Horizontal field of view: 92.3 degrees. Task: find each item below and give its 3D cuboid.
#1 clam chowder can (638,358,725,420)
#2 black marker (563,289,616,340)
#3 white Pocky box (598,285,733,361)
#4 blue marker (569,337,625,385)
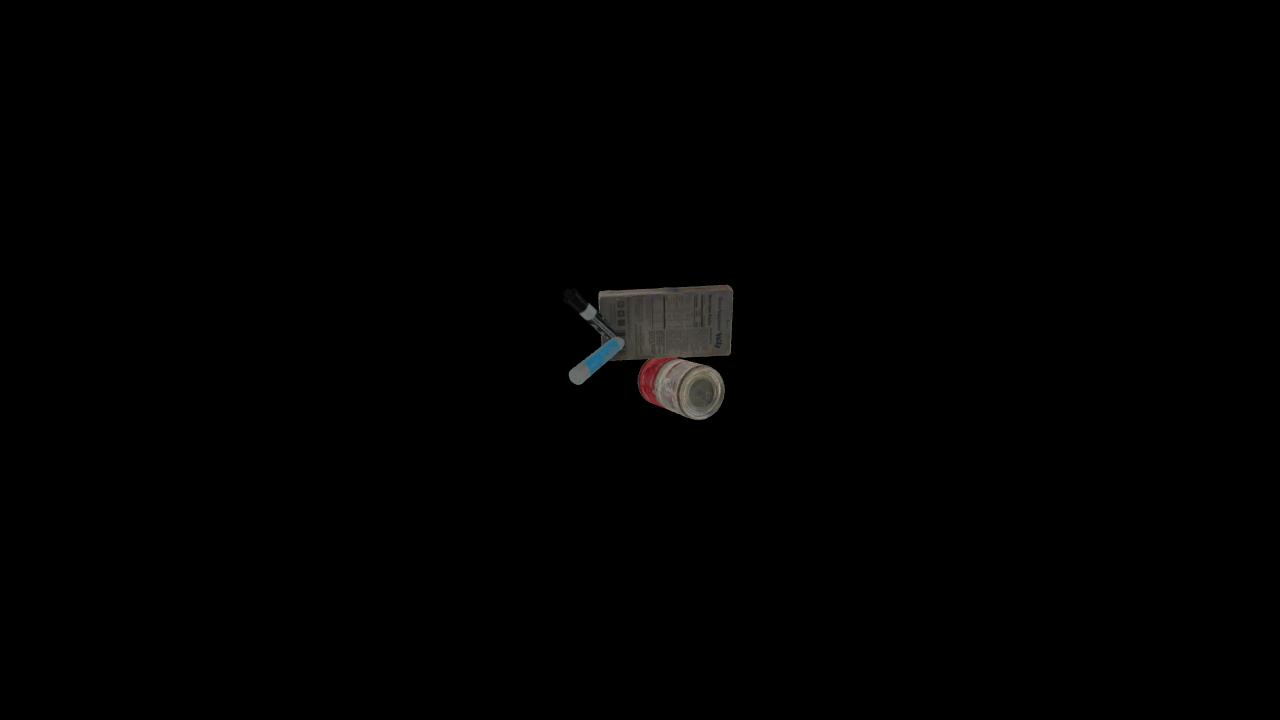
[{"bbox_3d":[0.050,0.032,0.764,0.068,0.068,0.102,0,7,-28],"label":"clam chowder can"},{"bbox_3d":[-0.045,-0.041,0.703,0.020,0.020,0.121,0,-33,45],"label":"black marker"},{"bbox_3d":[0.030,-0.043,0.719,0.154,0.084,0.028,-3,24,-3],"label":"white Pocky box"},{"bbox_3d":[-0.039,-0.008,0.689,0.020,0.020,0.121,0,25,31],"label":"blue marker"}]
